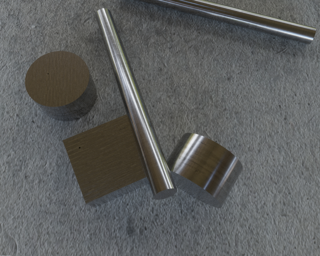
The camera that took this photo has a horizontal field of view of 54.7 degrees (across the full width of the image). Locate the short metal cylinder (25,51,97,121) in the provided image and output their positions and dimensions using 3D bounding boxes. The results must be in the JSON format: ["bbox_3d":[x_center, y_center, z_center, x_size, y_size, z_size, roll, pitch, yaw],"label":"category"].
[{"bbox_3d":[-0.129,-0.055,0.414,0.081,0.050,0.080,0,70,0],"label":"short metal cylinder"}]

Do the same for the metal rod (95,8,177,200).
[{"bbox_3d":[-0.040,-0.052,0.392,0.025,0.025,0.299,-17,58,-6],"label":"metal rod"}]

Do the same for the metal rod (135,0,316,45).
[{"bbox_3d":[0.082,-0.179,0.473,0.301,0.025,0.025,16,71,6],"label":"metal rod"}]

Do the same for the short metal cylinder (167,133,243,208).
[{"bbox_3d":[0.048,0.049,0.361,0.080,0.080,0.050,31,73,10],"label":"short metal cylinder"}]

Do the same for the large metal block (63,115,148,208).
[{"bbox_3d":[-0.061,0.041,0.379,0.080,0.050,0.080,-23,72,-8],"label":"large metal block"}]
